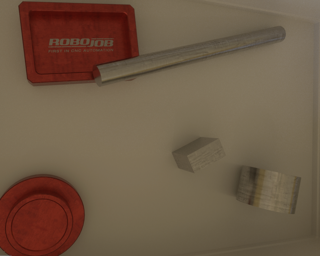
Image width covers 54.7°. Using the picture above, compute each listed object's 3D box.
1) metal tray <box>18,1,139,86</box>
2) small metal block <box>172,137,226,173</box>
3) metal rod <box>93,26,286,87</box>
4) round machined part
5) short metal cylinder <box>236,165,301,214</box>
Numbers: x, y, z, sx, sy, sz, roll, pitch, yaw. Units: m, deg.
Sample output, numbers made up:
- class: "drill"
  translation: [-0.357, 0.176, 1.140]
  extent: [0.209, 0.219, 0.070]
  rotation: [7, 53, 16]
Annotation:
- class: "metal tray"
  translation: [-0.093, -0.100, 0.373]
  extent: [0.131, 0.030, 0.089]
  rotation: [-7, 92, -20]
- class: "small metal block"
  translation: [0.051, 0.035, 0.418]
  extent: [0.050, 0.050, 0.025]
  rotation: [-26, 99, -18]
- class: "metal rod"
  translation: [0.058, -0.102, 0.412]
  extent: [0.302, 0.025, 0.025]
  rotation: [-19, 97, -27]
- class: "round machined part"
  translation: [-0.136, 0.104, 0.352]
  extent: [0.099, 0.042, 0.097]
  rotation: [0, 90, -21]
- class: "short metal cylinder"
  translation: [0.153, 0.086, 0.440]
  extent: [0.081, 0.080, 0.050]
  rotation: [14, 86, -20]
